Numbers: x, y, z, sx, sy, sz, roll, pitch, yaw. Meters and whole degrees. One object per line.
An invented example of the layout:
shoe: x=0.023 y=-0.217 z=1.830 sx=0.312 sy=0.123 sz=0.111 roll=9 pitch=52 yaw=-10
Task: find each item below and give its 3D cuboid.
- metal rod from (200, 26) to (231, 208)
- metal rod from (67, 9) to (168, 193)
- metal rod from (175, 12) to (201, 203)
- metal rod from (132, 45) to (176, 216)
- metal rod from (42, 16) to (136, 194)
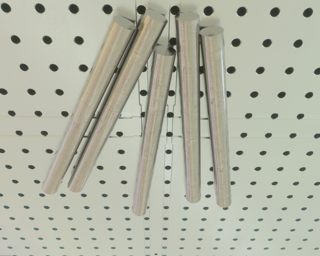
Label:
metal rod: x=0.080 y=0.010 z=0.420 sx=0.025 sy=0.025 sz=0.299 roll=-8 pitch=130 yaw=6
metal rod: x=-0.068 y=-0.011 z=0.402 sx=0.025 sy=0.025 sz=0.298 roll=20 pitch=127 yaw=-16
metal rod: x=0.041 y=0.000 z=0.412 sx=0.025 sy=0.025 sz=0.298 roll=-4 pitch=130 yaw=3
metal rod: x=-0.015 y=0.028 z=0.435 sx=0.025 sy=0.025 sz=0.298 roll=6 pitch=130 yaw=-5
metal rod: x=-0.105 y=-0.007 z=0.404 sx=0.025 sy=0.025 sz=0.298 roll=22 pitch=127 yaw=-17
